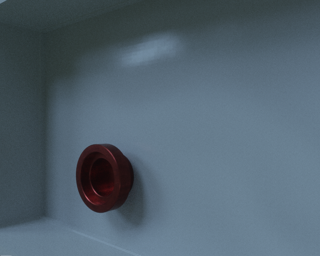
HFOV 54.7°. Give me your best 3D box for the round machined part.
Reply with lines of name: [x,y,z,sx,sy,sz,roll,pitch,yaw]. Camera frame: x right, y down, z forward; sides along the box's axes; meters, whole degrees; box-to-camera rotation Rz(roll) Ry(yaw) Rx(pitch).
round machined part: [-0.077,0.072,0.457,0.098,0.042,0.097,0,90,39]
